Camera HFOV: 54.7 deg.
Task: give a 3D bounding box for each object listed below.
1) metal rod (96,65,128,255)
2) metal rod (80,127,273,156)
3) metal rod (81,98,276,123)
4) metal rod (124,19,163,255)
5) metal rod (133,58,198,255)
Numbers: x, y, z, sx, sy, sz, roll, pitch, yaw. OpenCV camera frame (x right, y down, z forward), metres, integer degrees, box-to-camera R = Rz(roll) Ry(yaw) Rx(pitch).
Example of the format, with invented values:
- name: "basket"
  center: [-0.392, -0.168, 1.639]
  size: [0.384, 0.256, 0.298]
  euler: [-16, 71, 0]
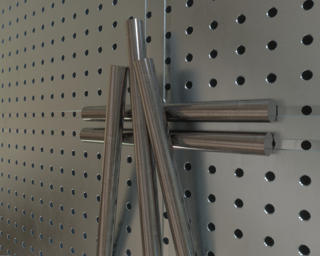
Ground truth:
- name: "metal rod"
  center: [-0.070, 0.062, 0.441]
  size: [0.025, 0.025, 0.298]
  euler: [18, 108, 38]
- name: "metal rod"
  center: [-0.005, 0.014, 0.412]
  size: [0.300, 0.025, 0.025]
  euler: [1, 91, 39]
- name: "metal rod"
  center: [-0.002, -0.020, 0.410]
  size: [0.300, 0.025, 0.025]
  euler: [1, 91, 39]
- name: "metal rod"
  center: [-0.021, 0.011, 0.393]
  size: [0.025, 0.025, 0.298]
  euler: [-8, 85, 39]
- name: "metal rod"
  center: [0.012, 0.065, 0.373]
  size: [0.025, 0.025, 0.298]
  euler: [-14, 89, 39]
